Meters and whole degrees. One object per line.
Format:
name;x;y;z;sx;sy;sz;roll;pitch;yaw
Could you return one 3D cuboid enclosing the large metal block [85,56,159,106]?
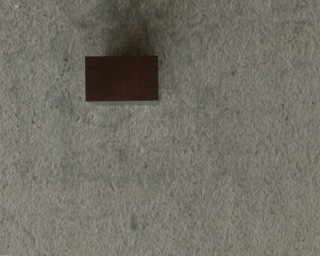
large metal block;-0.042;-0.055;0.382;0.080;0.080;0.050;-1;90;0
